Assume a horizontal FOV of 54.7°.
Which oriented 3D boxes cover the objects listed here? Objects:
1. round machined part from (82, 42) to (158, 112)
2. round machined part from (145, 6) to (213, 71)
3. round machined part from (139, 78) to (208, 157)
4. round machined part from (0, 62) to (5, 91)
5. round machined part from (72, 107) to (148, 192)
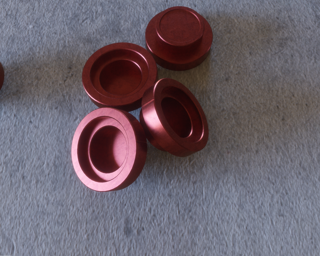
[{"bbox_3d":[-0.051,-0.064,0.419,0.099,0.042,0.098,-1,67,3],"label":"round machined part"},{"bbox_3d":[0.028,-0.136,0.449,0.099,0.042,0.098,0,70,-1],"label":"round machined part"},{"bbox_3d":[0.013,-0.009,0.384,0.042,0.099,0.098,-30,66,36],"label":"round machined part"},{"bbox_3d":[-0.260,-0.064,0.419,0.099,0.042,0.098,0,70,-1],"label":"round machined part"},{"bbox_3d":[-0.056,0.026,0.373,0.098,0.042,0.097,-4,82,30],"label":"round machined part"}]
